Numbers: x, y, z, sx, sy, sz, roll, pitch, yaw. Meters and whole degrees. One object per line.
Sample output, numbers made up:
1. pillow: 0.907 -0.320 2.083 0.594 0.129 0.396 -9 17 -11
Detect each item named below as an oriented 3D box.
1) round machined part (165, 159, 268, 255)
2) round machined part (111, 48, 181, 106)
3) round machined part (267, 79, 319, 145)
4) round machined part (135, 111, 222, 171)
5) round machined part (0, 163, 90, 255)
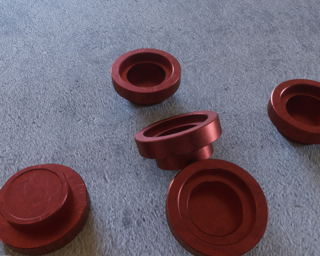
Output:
1. round machined part: 0.054 0.084 0.316 0.099 0.042 0.098 2 58 -3
2. round machined part: -0.020 -0.070 0.450 0.099 0.042 0.098 0 50 0
3. round machined part: 0.191 -0.017 0.407 0.099 0.042 0.098 0 50 0
4. round machined part: 0.024 0.016 0.358 0.098 0.042 0.098 -16 13 4
5. round machined part: -0.127 0.078 0.326 0.099 0.042 0.098 0 50 0
